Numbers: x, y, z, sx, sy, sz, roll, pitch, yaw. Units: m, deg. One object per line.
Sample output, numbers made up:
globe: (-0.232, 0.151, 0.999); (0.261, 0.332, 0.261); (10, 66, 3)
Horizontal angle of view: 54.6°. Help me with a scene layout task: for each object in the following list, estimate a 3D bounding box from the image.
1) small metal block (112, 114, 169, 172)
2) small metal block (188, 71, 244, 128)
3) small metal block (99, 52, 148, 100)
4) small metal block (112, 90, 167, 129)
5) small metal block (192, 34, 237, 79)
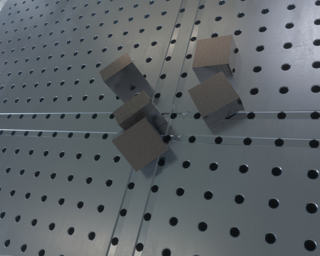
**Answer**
small metal block: (-0.025, 0.018, 0.392); (0.050, 0.050, 0.025); (-35, 12, 5)
small metal block: (0.070, -0.037, 0.394); (0.050, 0.025, 0.050); (-29, 52, 9)
small metal block: (-0.054, -0.077, 0.469); (0.050, 0.050, 0.025); (-34, 51, 6)
small metal block: (-0.026, -0.015, 0.416); (0.050, 0.050, 0.025); (-35, 50, 5)
small metal block: (0.076, -0.098, 0.429); (0.050, 0.025, 0.050); (-1, 61, 27)
